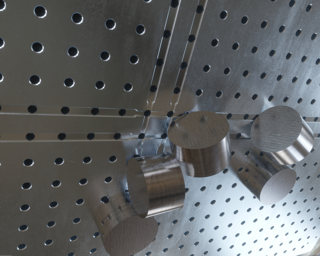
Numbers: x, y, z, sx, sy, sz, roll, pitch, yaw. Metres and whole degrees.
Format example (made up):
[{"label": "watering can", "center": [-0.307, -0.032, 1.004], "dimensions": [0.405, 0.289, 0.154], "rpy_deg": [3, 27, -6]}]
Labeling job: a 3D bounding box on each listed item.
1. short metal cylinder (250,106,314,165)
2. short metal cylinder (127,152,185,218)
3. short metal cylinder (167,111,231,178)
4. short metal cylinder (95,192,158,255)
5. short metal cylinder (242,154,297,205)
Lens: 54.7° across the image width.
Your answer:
[{"label": "short metal cylinder", "center": [0.191, 0.012, 0.487], "dimensions": [0.050, 0.080, 0.080], "rpy_deg": [35, 99, -39]}, {"label": "short metal cylinder", "center": [-0.008, 0.076, 0.418], "dimensions": [0.050, 0.080, 0.079], "rpy_deg": [-8, 122, -24]}, {"label": "short metal cylinder", "center": [0.054, 0.020, 0.418], "dimensions": [0.081, 0.080, 0.050], "rpy_deg": [-24, 127, -14]}, {"label": "short metal cylinder", "center": [-0.049, 0.141, 0.455], "dimensions": [0.081, 0.050, 0.079], "rpy_deg": [-14, 124, -21]}, {"label": "short metal cylinder", "center": [0.196, 0.092, 0.559], "dimensions": [0.081, 0.050, 0.079], "rpy_deg": [-14, 124, -21]}]
